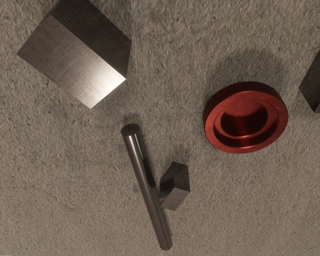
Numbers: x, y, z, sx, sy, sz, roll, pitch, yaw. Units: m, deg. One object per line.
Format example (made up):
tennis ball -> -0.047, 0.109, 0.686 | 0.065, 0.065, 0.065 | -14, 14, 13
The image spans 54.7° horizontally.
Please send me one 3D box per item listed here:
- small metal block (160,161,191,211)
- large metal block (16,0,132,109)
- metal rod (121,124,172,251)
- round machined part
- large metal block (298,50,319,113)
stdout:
small metal block -> 0.021, 0.087, 0.466 | 0.025, 0.050, 0.050 | 19, 128, -16
large metal block -> -0.077, -0.079, 0.302 | 0.050, 0.080, 0.080 | -35, 122, 26
metal rod -> -0.014, 0.114, 0.503 | 0.025, 0.025, 0.298 | -8, 130, 6
round machined part -> 0.102, -0.017, 0.383 | 0.099, 0.042, 0.097 | -1, 130, 0
large metal block -> 0.219, -0.058, 0.345 | 0.081, 0.050, 0.079 | 7, 130, -7
